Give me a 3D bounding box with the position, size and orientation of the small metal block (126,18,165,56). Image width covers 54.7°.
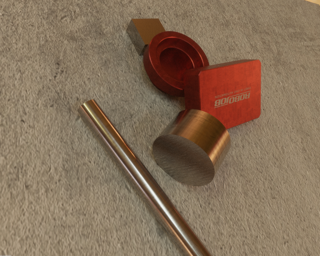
[{"bbox_3d":[-0.017,-0.142,0.481,0.050,0.025,0.050,-15,69,-34],"label":"small metal block"}]

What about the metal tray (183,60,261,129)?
[{"bbox_3d":[0.094,-0.046,0.447,0.131,0.030,0.089,-17,111,-35],"label":"metal tray"}]

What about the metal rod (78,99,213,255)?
[{"bbox_3d":[0.003,0.090,0.349,0.025,0.025,0.300,-31,79,-38],"label":"metal rod"}]

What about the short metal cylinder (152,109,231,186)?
[{"bbox_3d":[0.038,0.024,0.374,0.080,0.080,0.050,41,51,-1],"label":"short metal cylinder"}]

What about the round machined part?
[{"bbox_3d":[0.020,-0.089,0.453,0.099,0.042,0.098,11,63,-23],"label":"round machined part"}]
